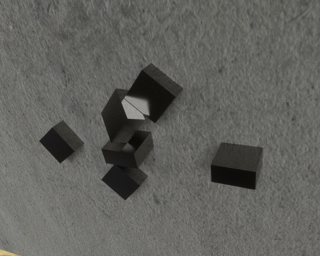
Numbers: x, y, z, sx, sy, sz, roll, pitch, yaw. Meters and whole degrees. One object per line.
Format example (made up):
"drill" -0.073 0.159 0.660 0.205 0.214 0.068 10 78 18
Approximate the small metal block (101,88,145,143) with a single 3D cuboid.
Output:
"small metal block" -0.050 -0.015 0.405 0.050 0.025 0.050 -51 50 38

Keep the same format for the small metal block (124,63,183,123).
"small metal block" -0.008 -0.043 0.384 0.050 0.025 0.050 39 129 1

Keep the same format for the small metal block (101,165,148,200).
"small metal block" -0.056 0.078 0.482 0.050 0.025 0.050 41 129 -1

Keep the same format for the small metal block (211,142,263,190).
"small metal block" 0.092 0.044 0.368 0.050 0.050 0.025 7 121 24

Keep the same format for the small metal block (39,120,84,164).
"small metal block" -0.160 0.023 0.503 0.050 0.025 0.050 49 128 -7

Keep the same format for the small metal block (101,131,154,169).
"small metal block" -0.044 0.027 0.428 0.050 0.050 0.025 6 126 25
